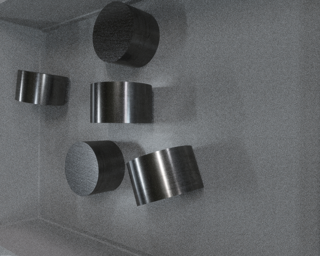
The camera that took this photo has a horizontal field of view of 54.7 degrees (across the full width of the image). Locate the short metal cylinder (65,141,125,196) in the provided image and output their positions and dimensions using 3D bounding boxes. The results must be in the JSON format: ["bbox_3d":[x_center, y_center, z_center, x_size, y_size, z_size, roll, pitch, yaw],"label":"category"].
[{"bbox_3d":[-0.099,0.059,0.470,0.080,0.050,0.079,0,90,39],"label":"short metal cylinder"}]

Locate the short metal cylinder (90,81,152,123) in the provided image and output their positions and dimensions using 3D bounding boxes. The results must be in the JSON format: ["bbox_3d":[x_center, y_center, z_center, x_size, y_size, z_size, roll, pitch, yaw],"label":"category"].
[{"bbox_3d":[-0.051,-0.031,0.411,0.080,0.081,0.050,1,91,39],"label":"short metal cylinder"}]

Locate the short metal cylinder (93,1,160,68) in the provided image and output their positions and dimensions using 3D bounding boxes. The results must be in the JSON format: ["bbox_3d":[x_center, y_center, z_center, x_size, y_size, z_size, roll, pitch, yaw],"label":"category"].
[{"bbox_3d":[-0.047,-0.126,0.427,0.080,0.050,0.079,0,90,39],"label":"short metal cylinder"}]

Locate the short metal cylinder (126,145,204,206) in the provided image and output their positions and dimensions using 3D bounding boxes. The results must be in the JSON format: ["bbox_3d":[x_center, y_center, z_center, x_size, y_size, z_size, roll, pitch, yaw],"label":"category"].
[{"bbox_3d":[0.006,0.056,0.364,0.080,0.081,0.050,-25,74,37],"label":"short metal cylinder"}]

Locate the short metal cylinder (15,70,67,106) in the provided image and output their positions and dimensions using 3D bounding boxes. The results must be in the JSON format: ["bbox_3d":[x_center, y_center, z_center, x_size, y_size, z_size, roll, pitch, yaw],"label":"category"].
[{"bbox_3d":[-0.205,-0.070,0.536,0.080,0.081,0.050,15,100,39],"label":"short metal cylinder"}]
